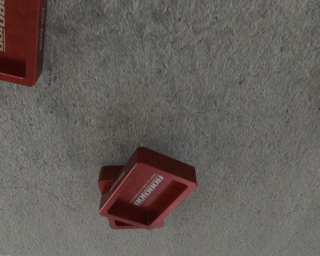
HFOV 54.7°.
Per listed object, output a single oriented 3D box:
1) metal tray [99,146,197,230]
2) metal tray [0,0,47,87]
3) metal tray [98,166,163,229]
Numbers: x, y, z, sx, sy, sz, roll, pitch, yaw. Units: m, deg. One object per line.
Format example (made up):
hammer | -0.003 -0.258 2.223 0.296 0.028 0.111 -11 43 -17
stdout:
metal tray | -0.020 0.091 0.440 0.091 0.030 0.129 24 126 -19
metal tray | -0.164 -0.110 0.307 0.091 0.030 0.129 13 129 -11
metal tray | -0.042 0.114 0.500 0.091 0.030 0.129 -2 130 1
